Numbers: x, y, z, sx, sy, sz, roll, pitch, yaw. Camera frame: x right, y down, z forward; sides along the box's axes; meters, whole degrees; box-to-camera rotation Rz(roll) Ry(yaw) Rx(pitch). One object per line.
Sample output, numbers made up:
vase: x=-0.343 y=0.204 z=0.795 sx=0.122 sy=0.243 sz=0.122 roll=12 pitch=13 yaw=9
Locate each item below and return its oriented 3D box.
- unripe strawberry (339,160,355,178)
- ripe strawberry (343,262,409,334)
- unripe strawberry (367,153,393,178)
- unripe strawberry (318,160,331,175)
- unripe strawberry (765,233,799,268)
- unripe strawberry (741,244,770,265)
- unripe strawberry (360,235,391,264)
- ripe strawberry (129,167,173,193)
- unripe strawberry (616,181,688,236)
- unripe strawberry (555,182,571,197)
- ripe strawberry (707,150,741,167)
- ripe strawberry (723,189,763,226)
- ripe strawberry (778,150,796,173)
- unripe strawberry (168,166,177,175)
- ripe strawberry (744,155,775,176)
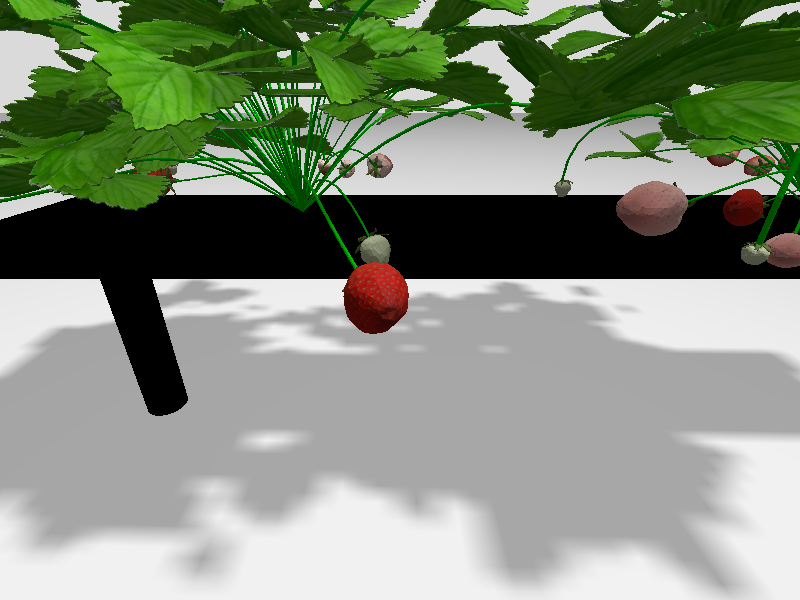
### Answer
unripe strawberry: x=-0.065 y=-0.161 z=0.493 sx=0.019 sy=0.022 sz=0.021 roll=3 pitch=13 yaw=6
ripe strawberry: x=-0.009 y=0.000 z=0.166 sx=0.028 sy=0.030 sz=0.030 roll=-10 pitch=29 yaw=-18
unripe strawberry: x=-0.024 y=-0.165 z=0.492 sx=0.032 sy=0.029 sz=0.029 roll=9 pitch=28 yaw=18
unripe strawberry: x=-0.099 y=-0.175 z=0.528 sx=0.018 sy=0.019 sz=0.018 roll=-2 pitch=27 yaw=-4
unripe strawberry: x=0.221 y=-0.027 z=0.228 sx=0.020 sy=0.020 sz=0.023 roll=-23 pitch=35 yaw=-37
unripe strawberry: x=0.171 y=-0.022 z=0.193 sx=0.010 sy=0.010 sz=0.011 roll=-21 pitch=34 yaw=-36
unripe strawberry: x=-0.013 y=-0.027 z=0.232 sx=0.018 sy=0.020 sz=0.019 roll=-14 pitch=-30 yaw=-26
ripe strawberry: x=-0.243 y=-0.116 z=0.389 sx=0.039 sy=0.033 sz=0.039 roll=7 pitch=28 yaw=16
unripe strawberry: x=0.172 y=-0.063 z=0.279 sx=0.038 sy=0.038 sz=0.042 roll=-10 pitch=28 yaw=-18
unripe strawberry: x=0.153 y=-0.104 z=0.376 sx=0.015 sy=0.015 sz=0.014 roll=4 pitch=27 yaw=8
ripe strawberry: x=0.469 y=-0.215 z=0.584 sx=0.040 sy=0.042 sz=0.043 roll=10 pitch=4 yaw=19
ripe strawberry: x=0.260 y=-0.070 z=0.306 sx=0.026 sy=0.028 sz=0.024 roll=-12 pitch=29 yaw=-21
ripe strawberry: x=0.508 y=-0.178 z=0.520 sx=0.025 sy=0.029 sz=0.027 roll=18 pitch=-10 yaw=32
unripe strawberry: x=-0.275 y=-0.157 z=0.482 sx=0.012 sy=0.012 sz=0.013 roll=20 pitch=33 yaw=34
ripe strawberry: x=0.452 y=-0.170 z=0.505 sx=0.029 sy=0.025 sz=0.029 roll=12 pitch=29 yaw=23
